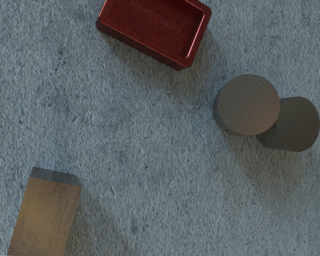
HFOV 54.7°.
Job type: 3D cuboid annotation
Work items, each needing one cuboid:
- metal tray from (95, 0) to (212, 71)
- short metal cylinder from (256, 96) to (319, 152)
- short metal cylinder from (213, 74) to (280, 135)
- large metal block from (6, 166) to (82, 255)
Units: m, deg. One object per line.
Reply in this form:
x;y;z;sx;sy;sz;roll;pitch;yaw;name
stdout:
-0.006;-0.143;0.404;0.131;0.030;0.090;24;82;-19;metal tray
0.190;-0.006;0.466;0.081;0.050;0.080;0;90;-20;short metal cylinder
0.116;-0.029;0.425;0.080;0.050;0.080;0;87;2;short metal cylinder
-0.124;0.091;0.334;0.050;0.080;0.080;16;85;-20;large metal block
